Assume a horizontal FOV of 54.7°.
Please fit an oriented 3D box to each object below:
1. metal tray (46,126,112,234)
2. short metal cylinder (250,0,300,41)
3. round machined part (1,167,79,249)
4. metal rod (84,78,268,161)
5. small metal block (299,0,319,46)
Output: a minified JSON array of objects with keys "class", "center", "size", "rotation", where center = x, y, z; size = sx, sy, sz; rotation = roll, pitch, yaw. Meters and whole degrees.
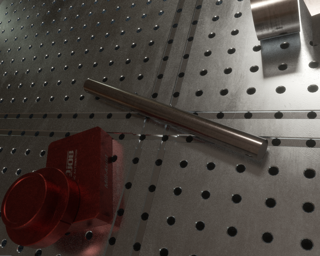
[{"class":"metal tray","center":[-0.112,0.069,0.419],"size":[0.090,0.030,0.130],"rotation":[-18,55,17]},{"class":"short metal cylinder","center":[0.146,-0.156,0.392],"size":[0.050,0.080,0.080],"rotation":[-7,59,24]},{"class":"round machined part","center":[-0.152,0.093,0.379],"size":[0.098,0.042,0.098],"rotation":[-13,56,21]},{"class":"metal rod","center":[-0.002,-0.023,0.421],"size":[0.300,0.025,0.025],"rotation":[22,74,35]},{"class":"small metal block","center":[0.191,-0.138,0.377],"size":[0.025,0.050,0.050],"rotation":[-17,55,19]}]
